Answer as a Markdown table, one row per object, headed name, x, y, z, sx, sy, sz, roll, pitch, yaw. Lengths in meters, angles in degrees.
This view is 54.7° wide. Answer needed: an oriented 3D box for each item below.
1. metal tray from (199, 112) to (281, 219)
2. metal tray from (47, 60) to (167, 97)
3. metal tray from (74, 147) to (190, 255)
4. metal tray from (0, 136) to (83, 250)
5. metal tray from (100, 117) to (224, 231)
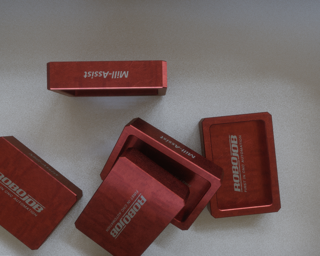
| name | x | y | z | sx | sy | sz | roll | pitch | yaw |
| --- | --- | --- | --- | --- | --- | --- | --- | --- | --- |
| metal tray | 0.104 | 0.047 | 0.410 | 0.091 | 0.030 | 0.129 | -6 | 90 | -1 |
| metal tray | -0.058 | -0.058 | 0.378 | 0.131 | 0.090 | 0.030 | -1 | 90 | -1 |
| metal tray | -0.037 | 0.098 | 0.378 | 0.090 | 0.030 | 0.129 | 36 | 115 | 2 |
| metal tray | -0.181 | 0.083 | 0.407 | 0.130 | 0.030 | 0.090 | 39 | 90 | -1 |
| metal tray | 0.001 | 0.058 | 0.386 | 0.130 | 0.030 | 0.089 | 31 | 115 | 4 |
